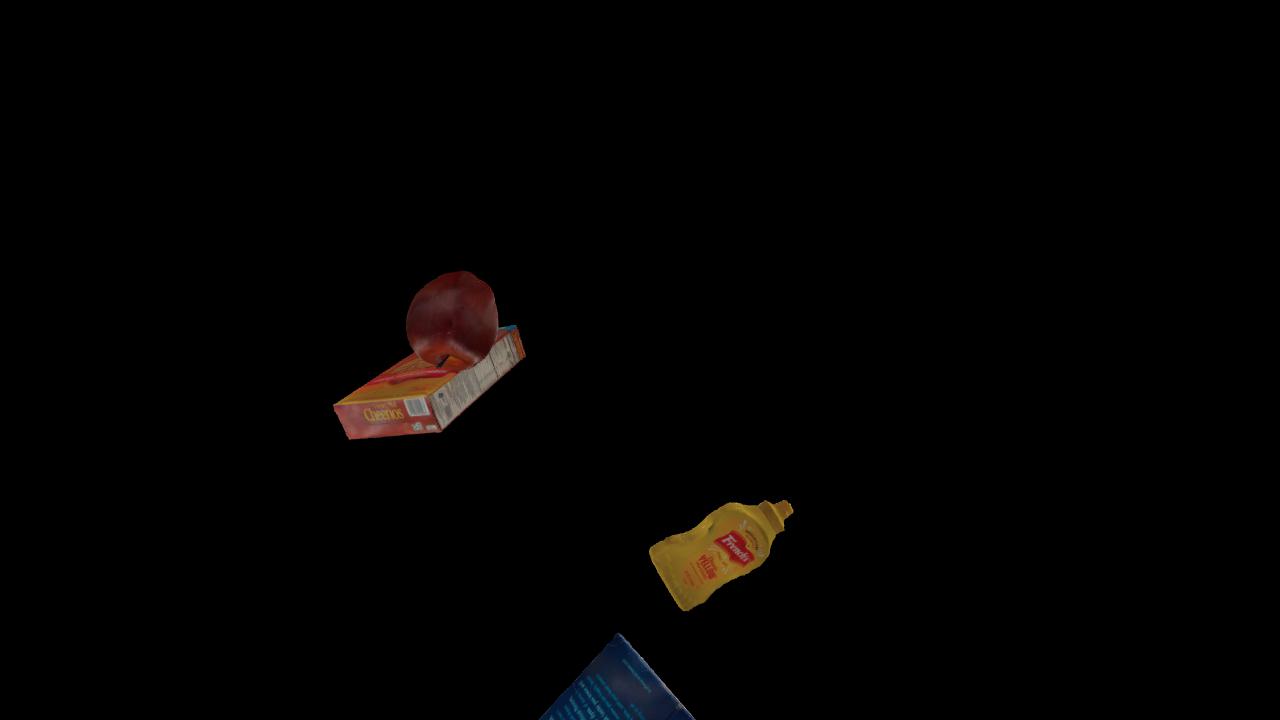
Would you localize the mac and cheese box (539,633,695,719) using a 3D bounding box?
[{"bbox_3d":[-0.051,0.295,0.432,0.184,0.041,0.093,-42,29,-17],"label":"mac and cheese box"}]

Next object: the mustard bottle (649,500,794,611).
[{"bbox_3d":[0.110,0.227,0.765,0.184,0.092,0.054,-30,5,-3],"label":"mustard bottle"}]

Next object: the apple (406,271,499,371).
[{"bbox_3d":[-0.167,-0.034,0.552,0.079,0.093,0.079,5,-27,3],"label":"apple"}]

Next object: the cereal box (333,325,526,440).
[{"bbox_3d":[-0.370,0.032,1.128,0.203,0.081,0.306,-6,23,22],"label":"cereal box"}]
